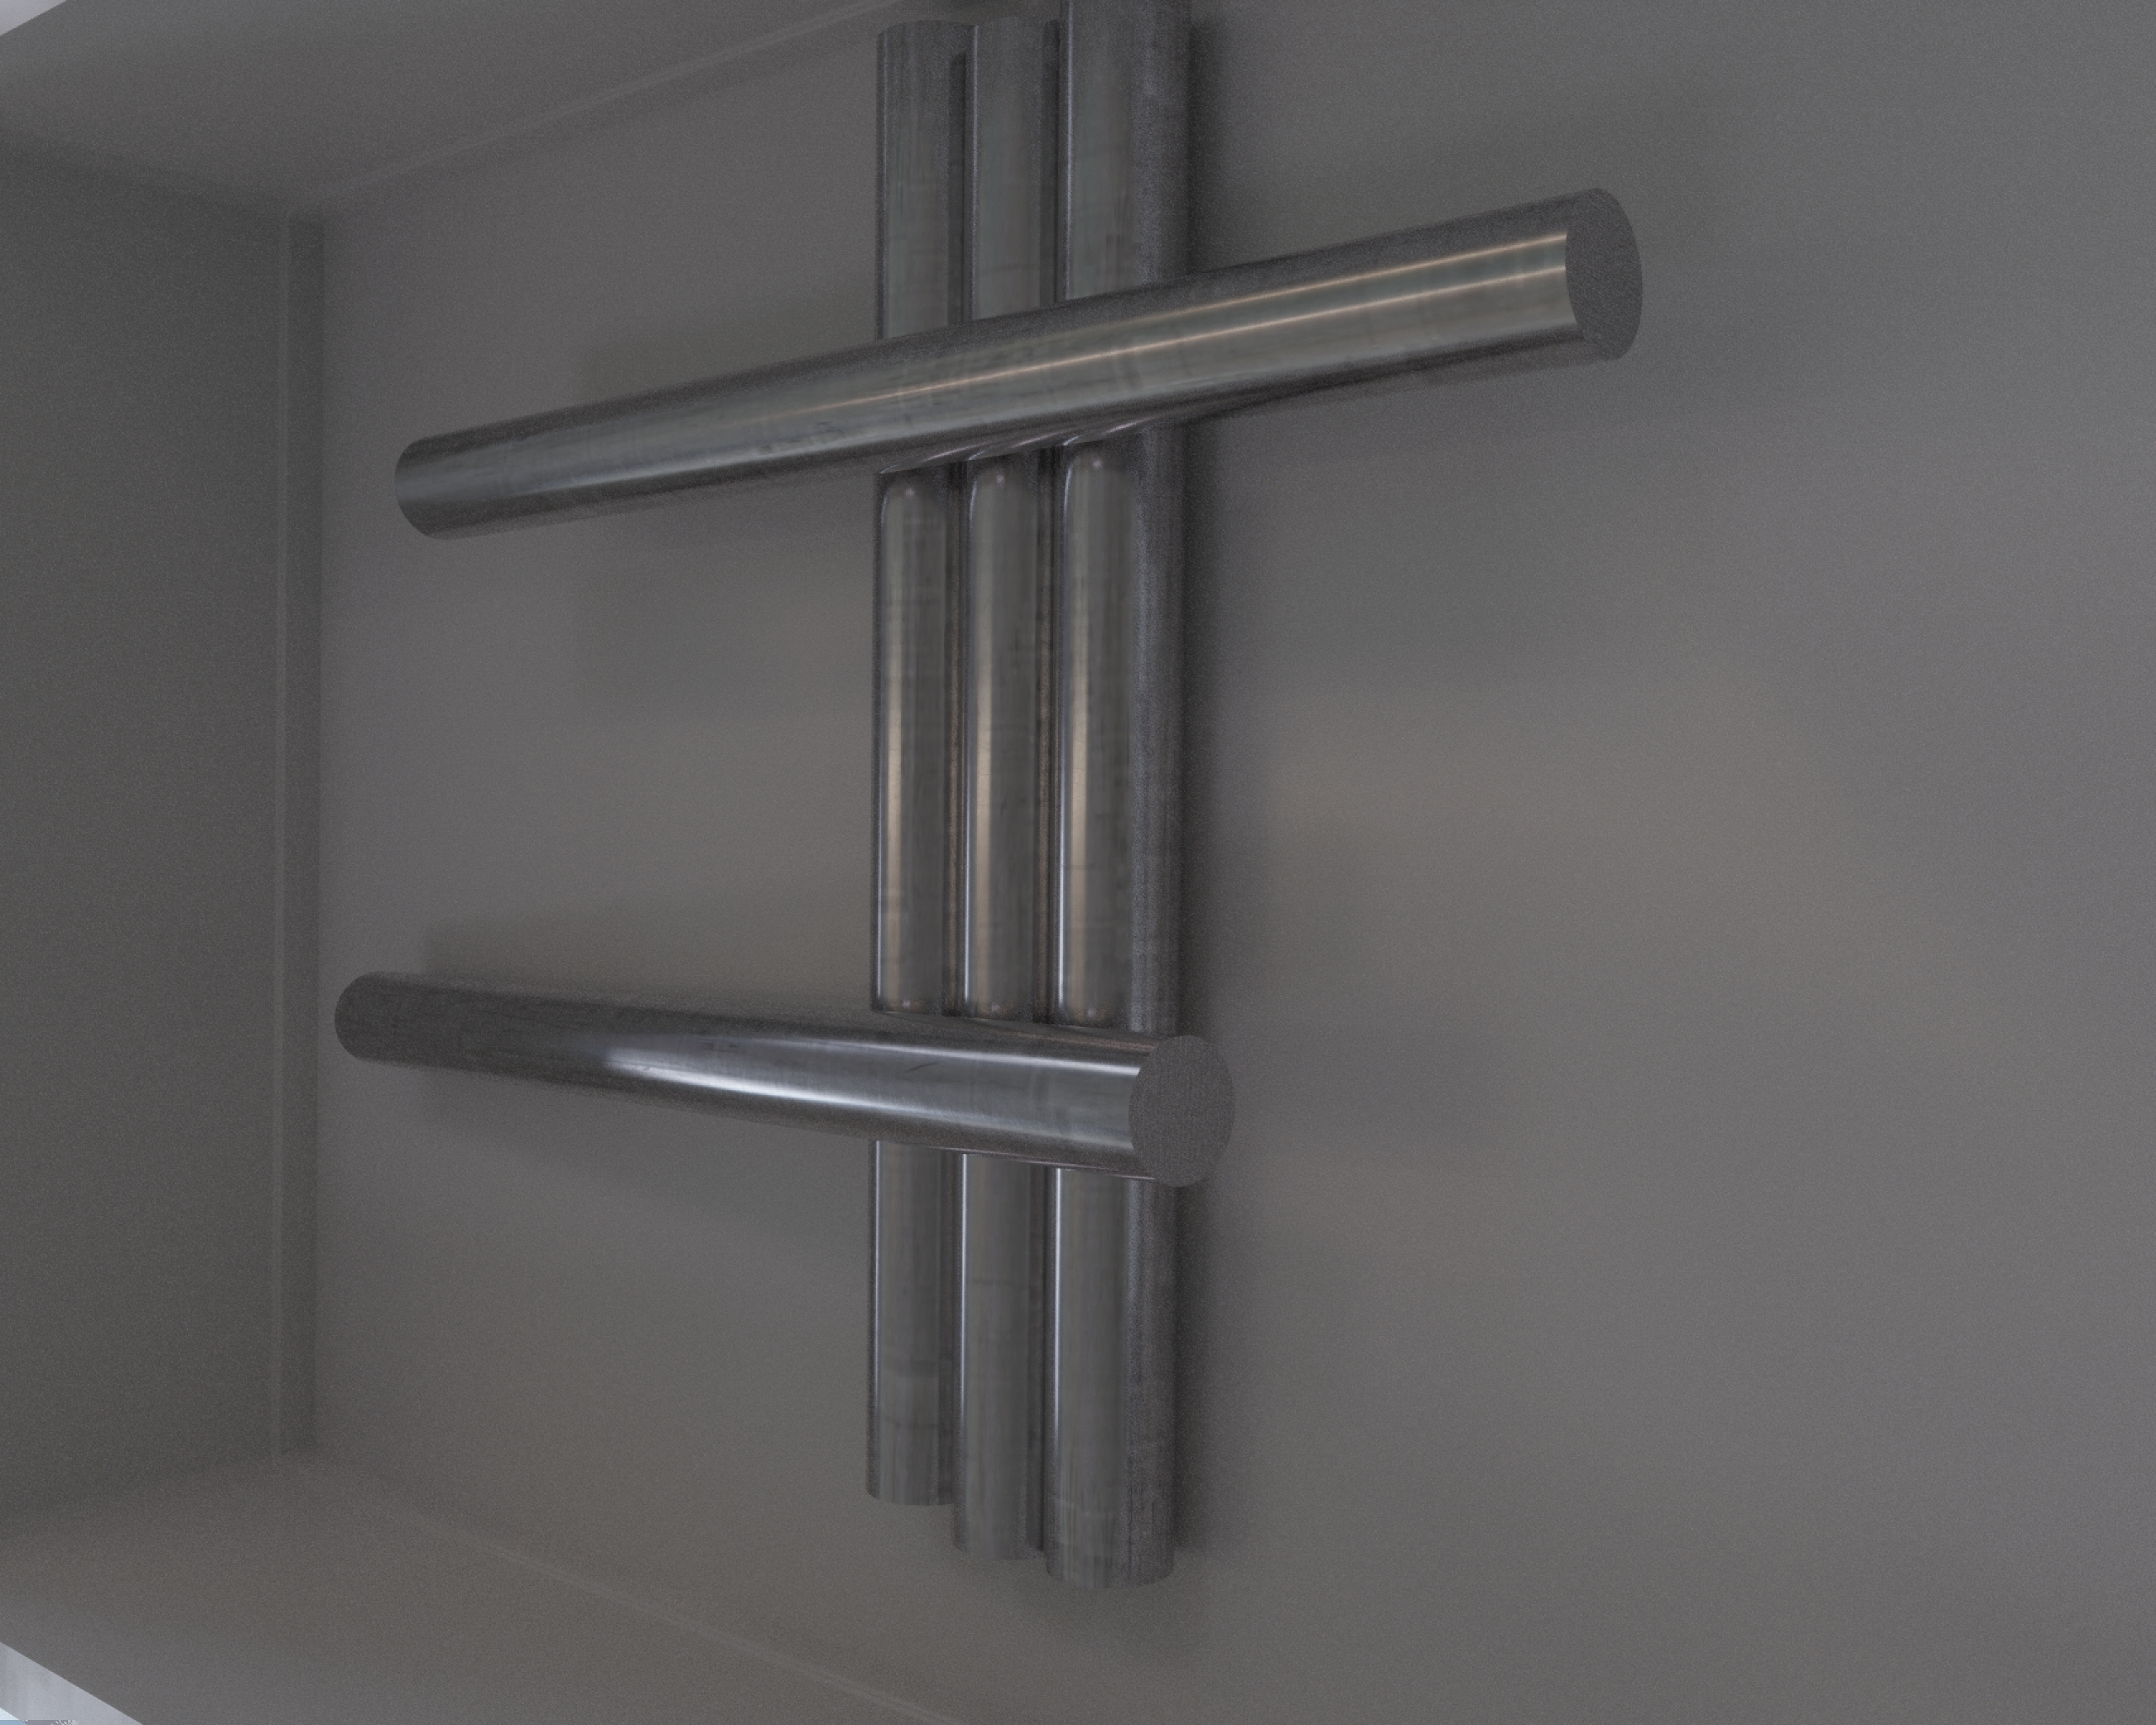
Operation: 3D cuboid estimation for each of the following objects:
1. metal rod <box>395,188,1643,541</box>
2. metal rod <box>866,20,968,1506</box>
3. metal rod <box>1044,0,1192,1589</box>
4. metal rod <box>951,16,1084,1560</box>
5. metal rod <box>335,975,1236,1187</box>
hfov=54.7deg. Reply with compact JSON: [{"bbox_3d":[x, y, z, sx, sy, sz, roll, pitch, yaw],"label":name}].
[{"bbox_3d":[-0.037,-0.088,0.403,0.300,0.025,0.025,1,91,40],"label":"metal rod"},{"bbox_3d":[-0.030,-0.020,0.431,0.025,0.025,0.298,1,91,40],"label":"metal rod"},{"bbox_3d":[0.008,-0.014,0.398,0.025,0.025,0.298,1,91,40],"label":"metal rod"},{"bbox_3d":[-0.011,-0.014,0.415,0.025,0.025,0.298,1,91,40],"label":"metal rod"},{"bbox_3d":[-0.085,0.041,0.452,0.300,0.025,0.025,0,90,47],"label":"metal rod"}]
